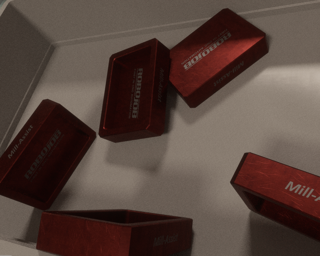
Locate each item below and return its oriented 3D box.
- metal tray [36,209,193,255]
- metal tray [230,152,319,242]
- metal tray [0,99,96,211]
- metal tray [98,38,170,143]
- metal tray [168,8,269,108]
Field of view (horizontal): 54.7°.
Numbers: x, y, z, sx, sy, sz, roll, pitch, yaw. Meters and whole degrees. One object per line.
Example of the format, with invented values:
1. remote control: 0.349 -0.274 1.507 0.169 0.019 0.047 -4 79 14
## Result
1. metal tray: -0.034 0.098 0.293 0.090 0.130 0.030 0 78 28
2. metal tray: 0.131 0.070 0.252 0.130 0.090 0.030 20 73 35
3. metal tray: -0.155 0.038 0.419 0.030 0.090 0.130 20 72 35
4. metal tray: -0.035 -0.050 0.425 0.090 0.030 0.130 -10 66 36
5. metal tray: 0.068 -0.098 0.426 0.130 0.030 0.090 -37 51 2
